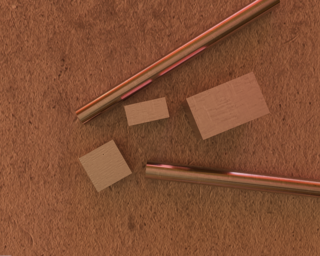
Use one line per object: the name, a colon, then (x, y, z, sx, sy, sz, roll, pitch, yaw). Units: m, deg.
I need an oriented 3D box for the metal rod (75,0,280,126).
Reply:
metal rod: (0.023, -0.093, 0.410, 0.301, 0.025, 0.025, -32, 90, -1)

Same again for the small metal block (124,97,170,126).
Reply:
small metal block: (-0.016, -0.020, 0.397, 0.050, 0.050, 0.025, -12, 90, 0)

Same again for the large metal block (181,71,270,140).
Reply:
large metal block: (0.075, -0.025, 0.384, 0.080, 0.080, 0.050, -22, 90, 0)

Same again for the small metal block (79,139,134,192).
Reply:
small metal block: (-0.070, 0.048, 0.409, 0.050, 0.025, 0.050, -30, 90, -1)

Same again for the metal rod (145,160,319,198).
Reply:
metal rod: (0.132, 0.072, 0.411, 0.302, 0.025, 0.025, 7, 90, -1)
